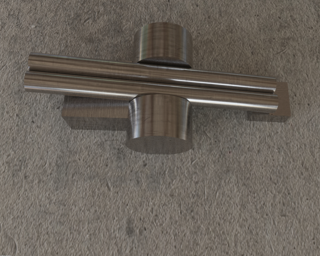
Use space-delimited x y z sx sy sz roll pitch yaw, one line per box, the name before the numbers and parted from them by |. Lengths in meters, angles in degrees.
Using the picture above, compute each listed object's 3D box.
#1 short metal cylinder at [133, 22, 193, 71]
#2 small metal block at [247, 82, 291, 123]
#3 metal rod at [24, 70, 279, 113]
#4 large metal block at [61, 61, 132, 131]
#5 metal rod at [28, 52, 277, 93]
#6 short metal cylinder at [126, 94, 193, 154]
short metal cylinder | 0.004 -0.095 0.415 0.080 0.080 0.050 1 70 0
small metal block | 0.147 -0.036 0.424 0.050 0.025 0.050 3 70 1
metal rod | -0.004 -0.043 0.377 0.302 0.025 0.025 4 70 -7
large metal block | -0.078 -0.042 0.411 0.080 0.050 0.080 2 70 0
metal rod | -0.003 -0.066 0.386 0.302 0.025 0.025 4 70 -7
short metal cylinder | 0.000 -0.002 0.381 0.080 0.080 0.050 1 70 0
